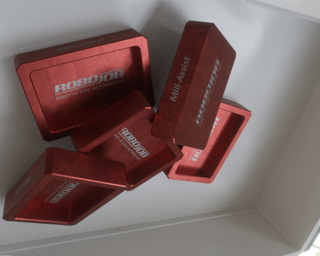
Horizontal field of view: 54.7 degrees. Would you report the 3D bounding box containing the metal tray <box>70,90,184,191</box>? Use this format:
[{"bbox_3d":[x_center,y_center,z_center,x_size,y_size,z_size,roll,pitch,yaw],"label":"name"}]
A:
[{"bbox_3d":[-0.032,0.022,0.373,0.090,0.030,0.130,-33,144,2],"label":"metal tray"}]

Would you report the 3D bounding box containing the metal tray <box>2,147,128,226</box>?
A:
[{"bbox_3d":[-0.109,0.073,0.352,0.091,0.030,0.129,19,137,-36],"label":"metal tray"}]

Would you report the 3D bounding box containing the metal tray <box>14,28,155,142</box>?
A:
[{"bbox_3d":[-0.074,-0.047,0.334,0.131,0.030,0.089,-19,126,-18],"label":"metal tray"}]

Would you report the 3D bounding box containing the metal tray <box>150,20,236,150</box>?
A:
[{"bbox_3d":[0.043,-0.043,0.357,0.090,0.030,0.129,18,90,-59],"label":"metal tray"}]

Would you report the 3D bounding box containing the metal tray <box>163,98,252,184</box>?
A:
[{"bbox_3d":[0.065,0.018,0.452,0.091,0.030,0.129,13,112,-34],"label":"metal tray"}]
